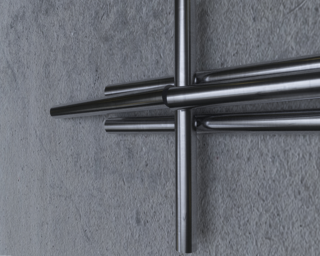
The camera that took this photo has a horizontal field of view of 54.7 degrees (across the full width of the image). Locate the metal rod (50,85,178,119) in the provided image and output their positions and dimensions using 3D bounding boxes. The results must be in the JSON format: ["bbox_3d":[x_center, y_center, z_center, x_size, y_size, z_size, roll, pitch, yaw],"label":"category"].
[{"bbox_3d":[-0.087,-0.031,0.443,0.300,0.025,0.025,-2,89,49],"label":"metal rod"}]

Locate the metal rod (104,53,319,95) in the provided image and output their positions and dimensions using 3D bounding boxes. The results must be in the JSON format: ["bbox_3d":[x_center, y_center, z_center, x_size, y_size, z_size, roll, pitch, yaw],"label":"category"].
[{"bbox_3d":[0.043,-0.055,0.369,0.300,0.025,0.025,-1,90,39],"label":"metal rod"}]

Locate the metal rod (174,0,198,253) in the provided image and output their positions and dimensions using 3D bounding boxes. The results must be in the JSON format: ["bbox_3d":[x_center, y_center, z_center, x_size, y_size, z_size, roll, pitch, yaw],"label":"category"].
[{"bbox_3d":[0.029,-0.013,0.348,0.025,0.025,0.298,-1,90,39],"label":"metal rod"}]

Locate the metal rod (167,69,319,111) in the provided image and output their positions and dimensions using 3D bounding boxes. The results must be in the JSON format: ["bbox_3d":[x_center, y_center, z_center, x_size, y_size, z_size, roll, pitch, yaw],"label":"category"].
[{"bbox_3d":[0.144,-0.038,0.254,0.300,0.025,0.025,-3,88,29],"label":"metal rod"}]

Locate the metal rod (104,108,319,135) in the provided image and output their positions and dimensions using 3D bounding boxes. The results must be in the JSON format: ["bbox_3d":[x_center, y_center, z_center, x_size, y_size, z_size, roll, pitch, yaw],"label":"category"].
[{"bbox_3d":[0.043,-0.005,0.369,0.300,0.025,0.025,-1,90,39],"label":"metal rod"}]
